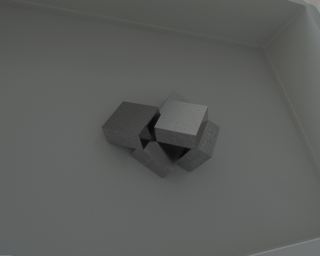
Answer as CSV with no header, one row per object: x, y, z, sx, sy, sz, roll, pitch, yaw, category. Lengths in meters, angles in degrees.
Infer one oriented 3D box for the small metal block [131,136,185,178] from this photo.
0.000,0.026,0.389,0.050,0.025,0.050,36,51,-4,small metal block

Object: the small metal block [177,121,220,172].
0.049,0.022,0.402,0.025,0.050,0.050,31,52,-9,small metal block

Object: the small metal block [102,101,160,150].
-0.033,-0.004,0.374,0.050,0.025,0.050,11,46,25,small metal block

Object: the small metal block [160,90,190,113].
0.023,-0.016,0.427,0.050,0.025,0.050,36,51,-4,small metal block

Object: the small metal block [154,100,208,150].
0.027,-0.005,0.375,0.050,0.025,0.050,11,49,19,small metal block
